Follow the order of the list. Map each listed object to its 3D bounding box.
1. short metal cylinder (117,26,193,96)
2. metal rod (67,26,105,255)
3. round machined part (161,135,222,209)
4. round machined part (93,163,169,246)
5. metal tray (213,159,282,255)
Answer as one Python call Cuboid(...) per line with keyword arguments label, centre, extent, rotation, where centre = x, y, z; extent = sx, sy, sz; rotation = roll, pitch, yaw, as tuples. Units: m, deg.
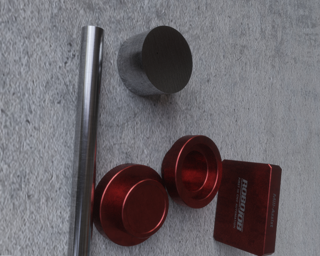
Cuboid(label="short metal cylinder", centre=(-0.006, -0.081, 0.386), extent=(0.081, 0.050, 0.079), rotation=(0, 90, -40))
Cuboid(label="metal rod", centre=(-0.082, 0.040, 0.337), extent=(0.025, 0.025, 0.298), rotation=(5, 87, -40))
Cuboid(label="round machined part", centre=(0.040, 0.058, 0.427), extent=(0.099, 0.042, 0.097), rotation=(1, 88, -44))
Cuboid(label="round machined part", centre=(-0.028, 0.093, 0.372), extent=(0.099, 0.042, 0.097), rotation=(0, 90, -40))
Cuboid(label="metal tray", centre=(0.133, 0.117, 0.476), extent=(0.030, 0.090, 0.129), rotation=(13, 82, -40))
